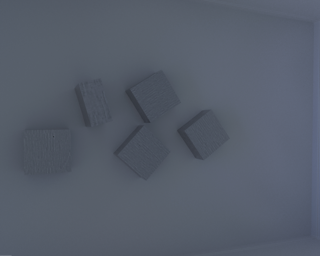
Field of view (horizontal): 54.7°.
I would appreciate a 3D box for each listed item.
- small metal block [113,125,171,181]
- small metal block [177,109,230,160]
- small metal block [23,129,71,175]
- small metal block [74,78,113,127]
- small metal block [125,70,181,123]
[{"bbox_3d":[-0.023,0.032,0.403,0.050,0.025,0.050,44,76,-15],"label":"small metal block"},{"bbox_3d":[0.061,0.009,0.434,0.050,0.025,0.050,-38,103,-16],"label":"small metal block"},{"bbox_3d":[-0.131,0.027,0.362,0.050,0.025,0.050,-1,91,-21],"label":"small metal block"},{"bbox_3d":[-0.080,-0.029,0.368,0.025,0.050,0.050,-17,96,-19],"label":"small metal block"},{"bbox_3d":[-0.009,-0.041,0.408,0.050,0.025,0.050,-34,102,-17],"label":"small metal block"}]
